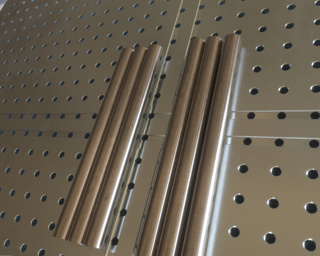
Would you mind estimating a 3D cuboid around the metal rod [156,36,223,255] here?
[{"bbox_3d":[0.042,0.009,0.381,0.025,0.025,0.300,1,62,29],"label":"metal rod"}]

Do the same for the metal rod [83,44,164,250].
[{"bbox_3d":[-0.042,0.008,0.426,0.025,0.025,0.300,1,62,29],"label":"metal rod"}]

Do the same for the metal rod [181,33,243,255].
[{"bbox_3d":[0.066,0.009,0.368,0.025,0.025,0.300,1,62,29],"label":"metal rod"}]

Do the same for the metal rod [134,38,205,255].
[{"bbox_3d":[0.021,0.008,0.393,0.025,0.025,0.300,1,62,29],"label":"metal rod"}]

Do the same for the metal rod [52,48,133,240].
[{"bbox_3d":[-0.087,0.007,0.450,0.025,0.025,0.300,1,62,29],"label":"metal rod"}]

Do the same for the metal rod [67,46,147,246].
[{"bbox_3d":[-0.064,0.008,0.437,0.025,0.025,0.300,1,62,29],"label":"metal rod"}]
